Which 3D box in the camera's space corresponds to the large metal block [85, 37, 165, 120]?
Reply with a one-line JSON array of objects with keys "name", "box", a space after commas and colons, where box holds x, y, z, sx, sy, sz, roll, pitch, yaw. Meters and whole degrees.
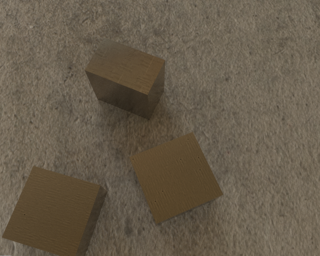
[{"name": "large metal block", "box": [-0.041, -0.060, 0.401, 0.080, 0.080, 0.050, 22, 72, 7]}]

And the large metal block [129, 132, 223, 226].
[{"name": "large metal block", "box": [0.017, 0.062, 0.372, 0.080, 0.050, 0.080, -21, 72, -8]}]

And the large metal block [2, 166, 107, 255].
[{"name": "large metal block", "box": [-0.116, 0.098, 0.358, 0.080, 0.050, 0.080, 15, 71, 5]}]
